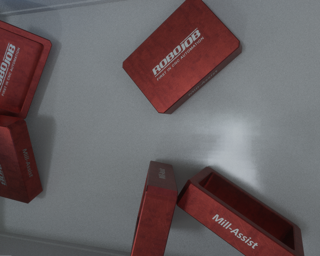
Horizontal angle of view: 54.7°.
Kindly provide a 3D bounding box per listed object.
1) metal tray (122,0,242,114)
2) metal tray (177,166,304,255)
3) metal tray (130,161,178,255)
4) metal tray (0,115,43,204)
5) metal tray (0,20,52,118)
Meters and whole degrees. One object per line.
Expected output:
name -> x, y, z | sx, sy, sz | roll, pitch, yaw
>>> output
metal tray -> 0.026, -0.091, 0.398 | 0.130, 0.030, 0.090 | -41, 77, 15
metal tray -> 0.089, 0.098, 0.343 | 0.130, 0.090, 0.030 | 34, 104, 17
metal tray -> -0.008, 0.095, 0.356 | 0.030, 0.130, 0.089 | 13, 95, -1
metal tray -> -0.233, 0.045, 0.463 | 0.090, 0.030, 0.129 | 8, 118, 19
metal tray -> -0.226, -0.085, 0.456 | 0.030, 0.091, 0.129 | 34, 104, 56
